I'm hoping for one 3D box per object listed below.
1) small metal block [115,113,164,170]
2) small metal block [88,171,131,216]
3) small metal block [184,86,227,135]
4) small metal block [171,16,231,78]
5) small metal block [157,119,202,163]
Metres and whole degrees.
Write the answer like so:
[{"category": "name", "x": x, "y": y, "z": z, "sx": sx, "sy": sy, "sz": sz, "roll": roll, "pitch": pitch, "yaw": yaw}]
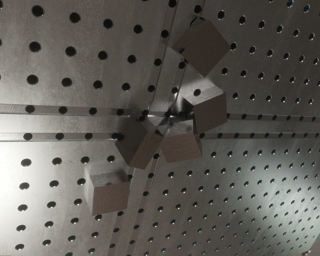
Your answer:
[{"category": "small metal block", "x": -0.027, "y": 0.016, "z": 0.392, "sx": 0.025, "sy": 0.050, "sz": 0.050, "roll": 20, "pitch": 108, "yaw": -36}, {"category": "small metal block", "x": -0.071, "y": 0.090, "z": 0.429, "sx": 0.050, "sy": 0.025, "sz": 0.050, "roll": -5, "pitch": 121, "yaw": -26}, {"category": "small metal block", "x": 0.065, "y": -0.025, "z": 0.434, "sx": 0.050, "sy": 0.025, "sz": 0.050, "roll": -23, "pitch": 127, "yaw": -15}, {"category": "small metal block", "x": 0.051, "y": -0.098, "z": 0.380, "sx": 0.050, "sy": 0.025, "sz": 0.050, "roll": -49, "pitch": 129, "yaw": 6}, {"category": "small metal block", "x": 0.028, "y": 0.019, "z": 0.425, "sx": 0.050, "sy": 0.025, "sz": 0.050, "roll": -11, "pitch": 130, "yaw": 16}]
